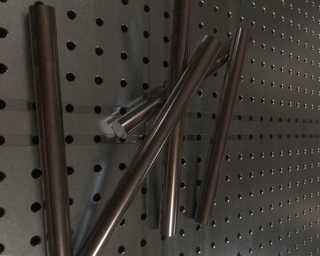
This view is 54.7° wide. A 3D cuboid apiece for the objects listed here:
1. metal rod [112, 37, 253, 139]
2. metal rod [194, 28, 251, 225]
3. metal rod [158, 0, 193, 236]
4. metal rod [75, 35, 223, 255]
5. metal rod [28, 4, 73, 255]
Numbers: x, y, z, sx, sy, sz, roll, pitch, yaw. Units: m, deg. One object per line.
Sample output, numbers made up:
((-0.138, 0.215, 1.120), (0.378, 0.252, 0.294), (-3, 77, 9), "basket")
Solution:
((0.051, -0.074, 0.453), (0.302, 0.025, 0.025), (-37, 113, -34), "metal rod")
((0.095, -0.004, 0.472), (0.025, 0.025, 0.298), (15, 87, -40), "metal rod")
((0.019, -0.006, 0.398), (0.025, 0.025, 0.298), (-4, 101, -40), "metal rod")
((-0.011, 0.024, 0.358), (0.025, 0.025, 0.299), (35, 82, -35), "metal rod")
((-0.110, 0.029, 0.318), (0.025, 0.025, 0.298), (-6, 94, -40), "metal rod")
